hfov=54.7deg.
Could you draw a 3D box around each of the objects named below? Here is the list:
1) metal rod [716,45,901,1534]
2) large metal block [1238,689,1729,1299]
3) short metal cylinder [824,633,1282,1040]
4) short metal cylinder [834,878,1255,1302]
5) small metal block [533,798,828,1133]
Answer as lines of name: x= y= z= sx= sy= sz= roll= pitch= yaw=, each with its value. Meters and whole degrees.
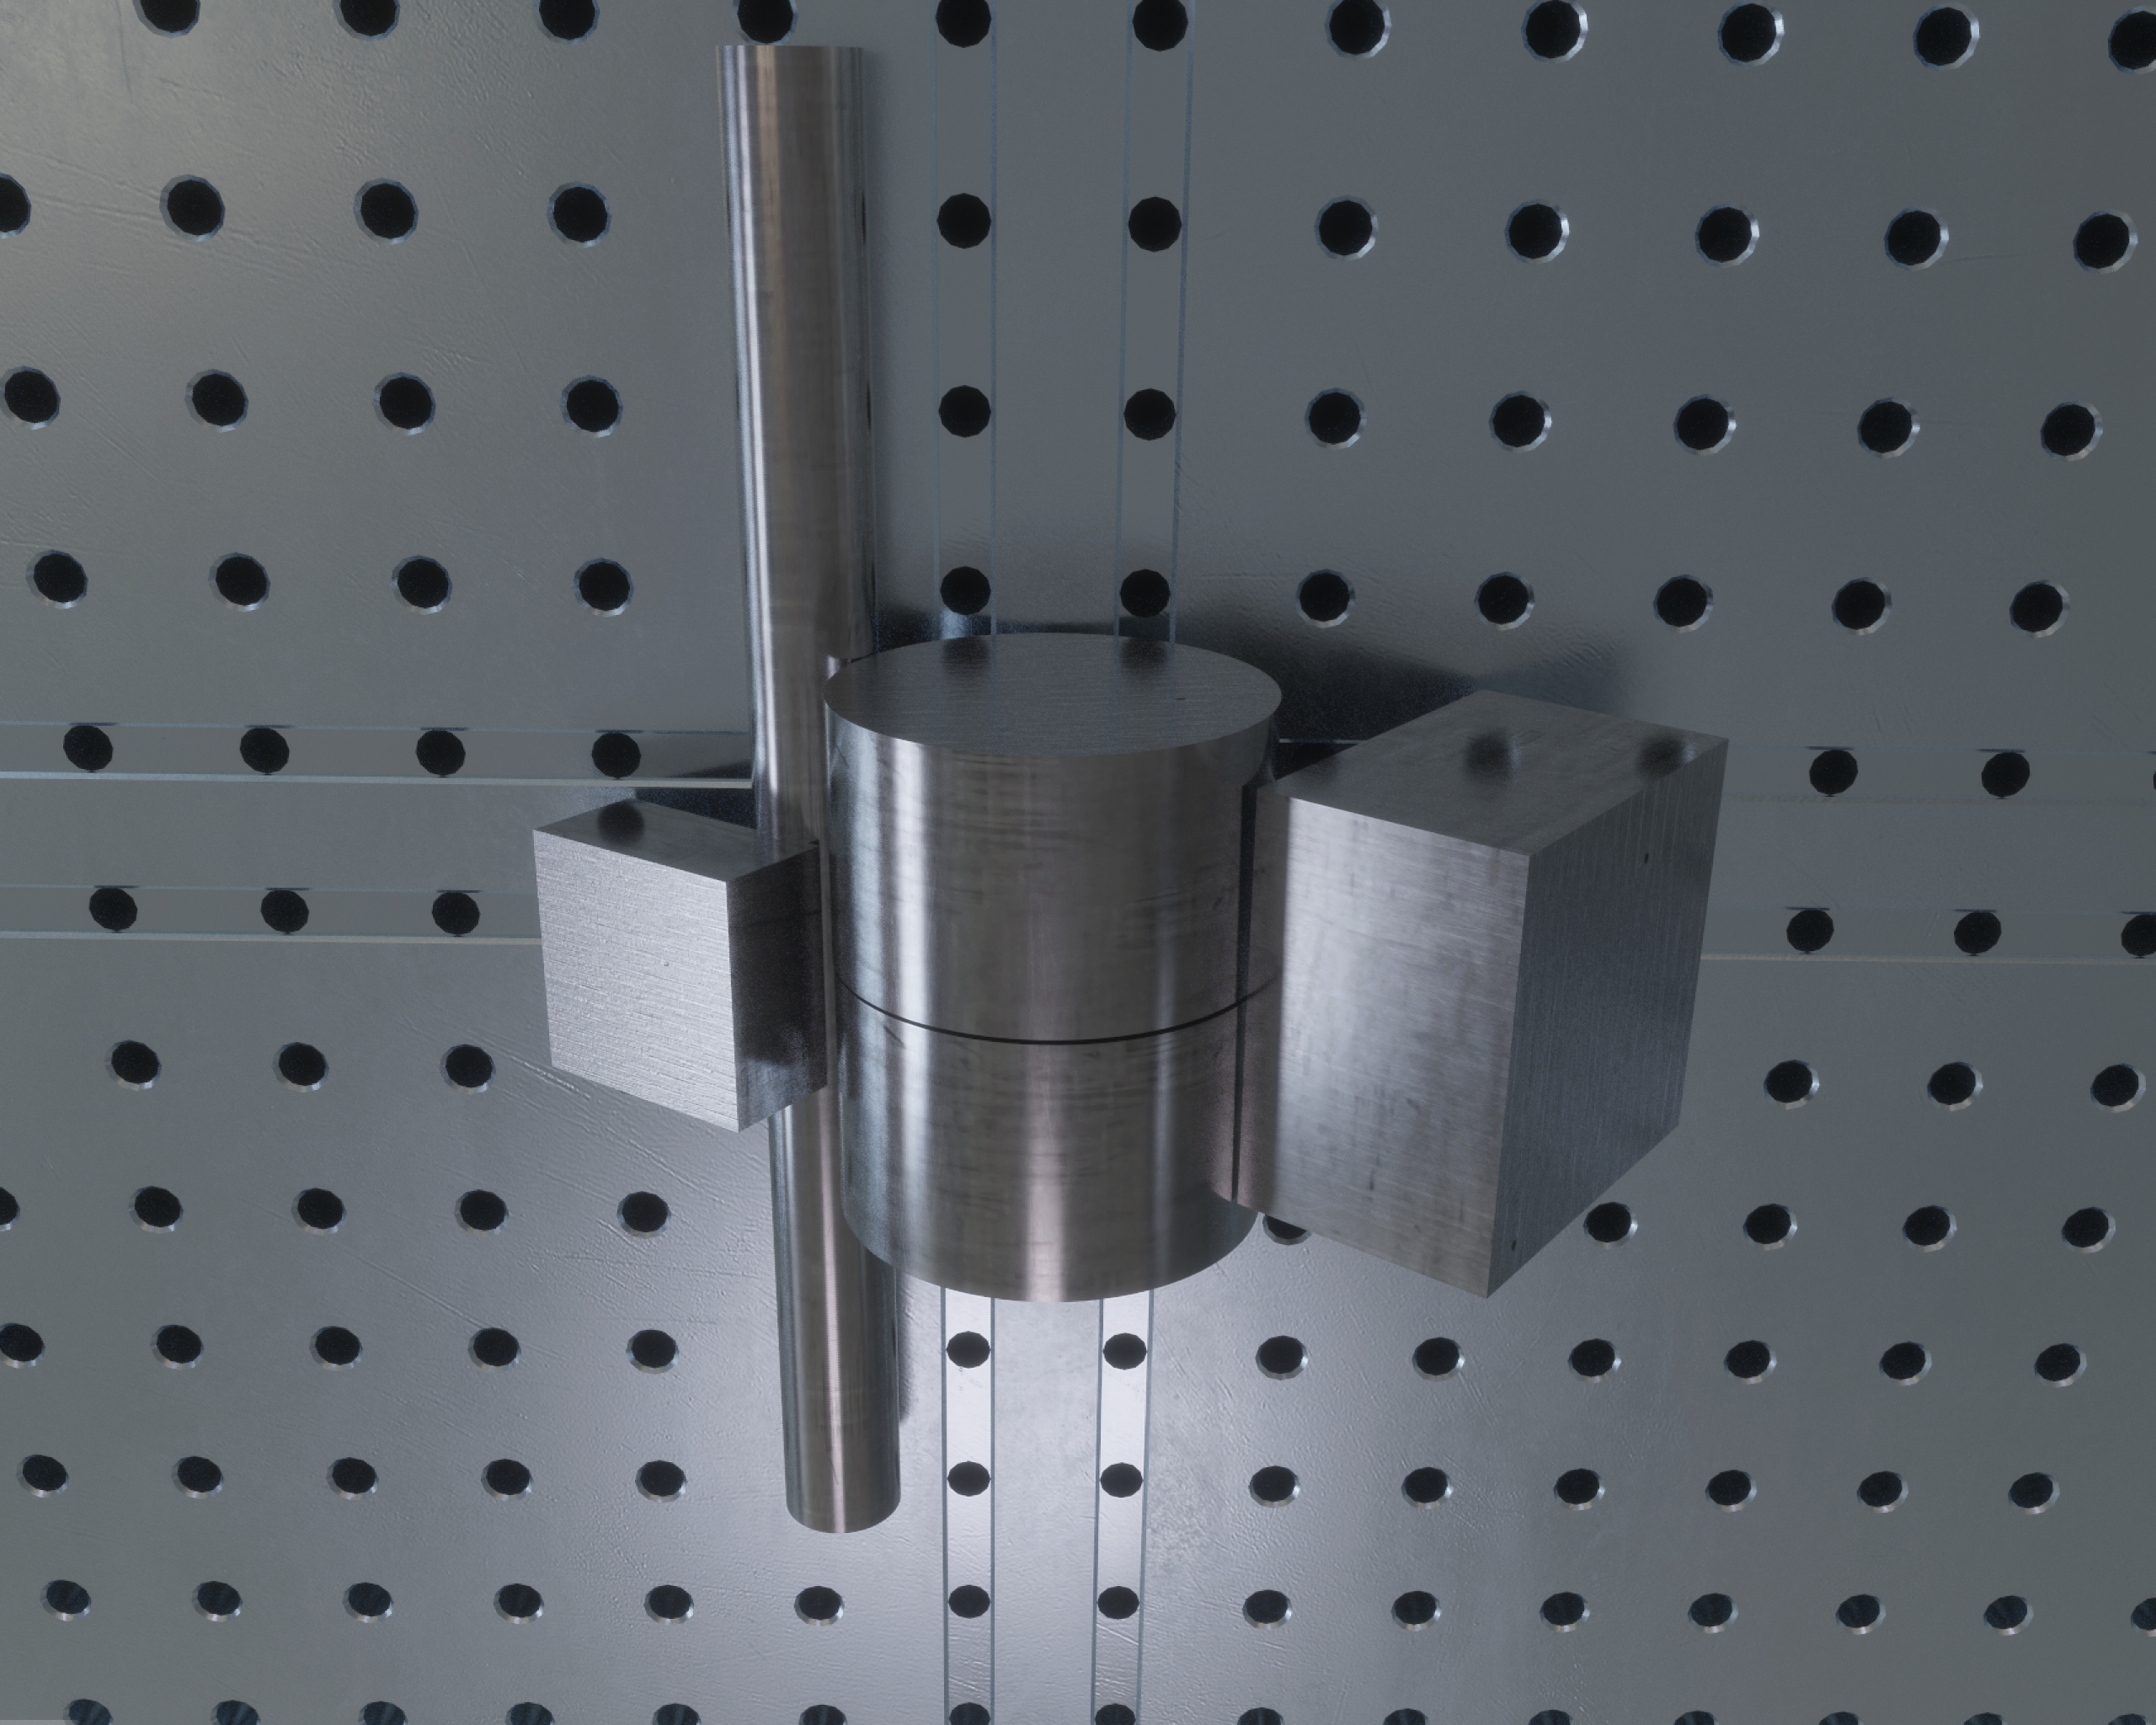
metal rod: x=-0.050 y=0.000 z=0.408 sx=0.025 sy=0.025 sz=0.298 roll=0 pitch=110 yaw=0
large metal block: x=0.074 y=0.020 z=0.380 sx=0.050 sy=0.081 sz=0.079 roll=16 pitch=115 yaw=35
short metal cylinder: x=-0.005 y=-0.007 z=0.377 sx=0.081 sy=0.080 sz=0.050 roll=1 pitch=110 yaw=-1
short metal cylinder: x=-0.005 y=0.040 z=0.394 sx=0.081 sy=0.080 sz=0.050 roll=1 pitch=110 yaw=-1
small metal block: x=-0.077 y=0.019 z=0.403 sx=0.050 sy=0.025 sz=0.050 roll=13 pitch=113 yaw=32
